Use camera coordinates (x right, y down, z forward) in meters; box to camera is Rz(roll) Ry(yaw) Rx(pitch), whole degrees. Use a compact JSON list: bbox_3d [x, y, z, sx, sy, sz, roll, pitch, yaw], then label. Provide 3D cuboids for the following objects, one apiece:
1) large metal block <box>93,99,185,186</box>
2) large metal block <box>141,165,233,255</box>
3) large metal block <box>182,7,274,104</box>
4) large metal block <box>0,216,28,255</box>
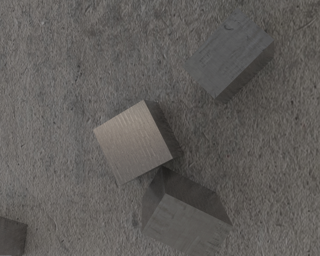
[{"bbox_3d":[-0.027,0.019,0.405,0.080,0.050,0.080,-29,80,17],"label":"large metal block"},{"bbox_3d":[0.027,0.095,0.356,0.080,0.080,0.050,28,101,-9],"label":"large metal block"},{"bbox_3d":[0.080,-0.075,0.351,0.080,0.080,0.050,-46,76,14],"label":"large metal block"},{"bbox_3d":[-0.267,0.174,0.474,0.080,0.080,0.050,9,93,20],"label":"large metal block"}]
